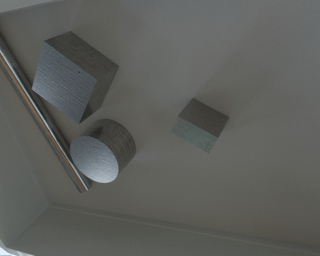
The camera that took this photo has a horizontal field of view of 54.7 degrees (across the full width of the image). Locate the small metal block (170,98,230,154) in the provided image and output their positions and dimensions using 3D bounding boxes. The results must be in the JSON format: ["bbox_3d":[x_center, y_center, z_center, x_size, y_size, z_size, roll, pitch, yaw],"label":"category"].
[{"bbox_3d":[0.048,-0.004,0.364,0.050,0.050,0.025,29,128,9],"label":"small metal block"}]

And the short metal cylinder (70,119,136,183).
[{"bbox_3d":[-0.083,0.033,0.455,0.080,0.050,0.079,13,124,20],"label":"short metal cylinder"}]

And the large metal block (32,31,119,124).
[{"bbox_3d":[-0.113,-0.066,0.409,0.080,0.050,0.079,36,129,3],"label":"large metal block"}]

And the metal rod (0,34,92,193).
[{"bbox_3d":[-0.192,-0.023,0.492,0.025,0.025,0.299,-14,112,33],"label":"metal rod"}]
